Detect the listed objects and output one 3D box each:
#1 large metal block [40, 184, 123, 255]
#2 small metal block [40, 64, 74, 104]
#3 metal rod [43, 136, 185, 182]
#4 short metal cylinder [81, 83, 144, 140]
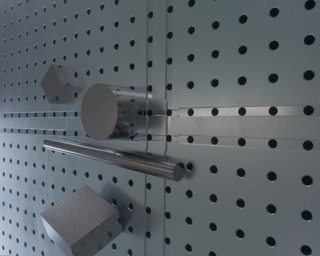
[{"bbox_3d":[-0.115,0.142,0.460,0.080,0.081,0.050,26,134,37],"label":"large metal block"},{"bbox_3d":[-0.188,-0.079,0.565,0.050,0.025,0.050,-46,63,30],"label":"small metal block"},{"bbox_3d":[-0.091,0.041,0.484,0.300,0.025,0.025,7,95,39],"label":"metal rod"},{"bbox_3d":[-0.070,-0.022,0.451,0.080,0.050,0.079,0,90,40],"label":"short metal cylinder"}]
